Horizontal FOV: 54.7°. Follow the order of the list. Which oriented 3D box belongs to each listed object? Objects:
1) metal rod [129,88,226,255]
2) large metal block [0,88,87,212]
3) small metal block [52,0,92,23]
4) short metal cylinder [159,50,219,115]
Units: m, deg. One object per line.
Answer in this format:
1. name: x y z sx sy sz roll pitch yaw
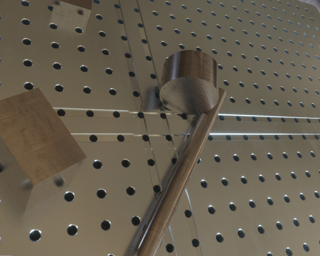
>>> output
1. metal rod: 0.034 0.046 0.399 0.025 0.025 0.301 35 51 -6
2. large metal block: -0.122 0.023 0.294 0.050 0.080 0.080 -30 79 -38
3. small metal block: -0.128 -0.188 0.455 0.050 0.025 0.050 10 58 -24
4. short metal cylinder: 0.042 -0.062 0.435 0.081 0.080 0.050 19 54 -18
